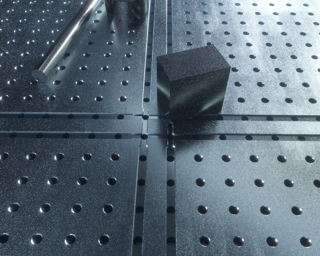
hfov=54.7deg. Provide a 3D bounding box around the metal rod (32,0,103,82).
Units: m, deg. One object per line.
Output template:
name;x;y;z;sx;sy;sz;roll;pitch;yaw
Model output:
metal rod;-0.150;-0.191;0.566;0.025;0.025;0.300;10;51;8

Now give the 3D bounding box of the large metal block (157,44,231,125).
large metal block;0.042;-0.058;0.421;0.081;0.080;0.050;-15;52;-12

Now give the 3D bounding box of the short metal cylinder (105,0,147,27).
short metal cylinder;-0.064;-0.237;0.590;0.080;0.050;0.080;0;50;0
